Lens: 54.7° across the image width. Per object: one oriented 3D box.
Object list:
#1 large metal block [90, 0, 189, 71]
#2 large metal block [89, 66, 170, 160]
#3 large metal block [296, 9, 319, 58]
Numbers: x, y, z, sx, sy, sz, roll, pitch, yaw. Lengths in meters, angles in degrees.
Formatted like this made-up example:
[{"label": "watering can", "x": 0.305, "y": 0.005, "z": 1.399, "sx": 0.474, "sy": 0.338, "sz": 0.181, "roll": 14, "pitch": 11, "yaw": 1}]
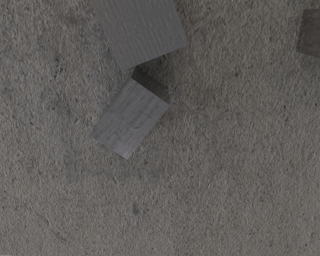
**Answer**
[{"label": "large metal block", "x": -0.021, "y": -0.120, "z": 0.352, "sx": 0.080, "sy": 0.050, "sz": 0.080, "roll": -20, "pitch": 109, "yaw": 7}, {"label": "large metal block", "x": -0.033, "y": -0.022, "z": 0.372, "sx": 0.050, "sy": 0.080, "sz": 0.080, "roll": 35, "pitch": 106, "yaw": -12}, {"label": "large metal block", "x": 0.212, "y": -0.104, "z": 0.344, "sx": 0.081, "sy": 0.080, "sz": 0.050, "roll": 3, "pitch": 110, "yaw": -1}]
